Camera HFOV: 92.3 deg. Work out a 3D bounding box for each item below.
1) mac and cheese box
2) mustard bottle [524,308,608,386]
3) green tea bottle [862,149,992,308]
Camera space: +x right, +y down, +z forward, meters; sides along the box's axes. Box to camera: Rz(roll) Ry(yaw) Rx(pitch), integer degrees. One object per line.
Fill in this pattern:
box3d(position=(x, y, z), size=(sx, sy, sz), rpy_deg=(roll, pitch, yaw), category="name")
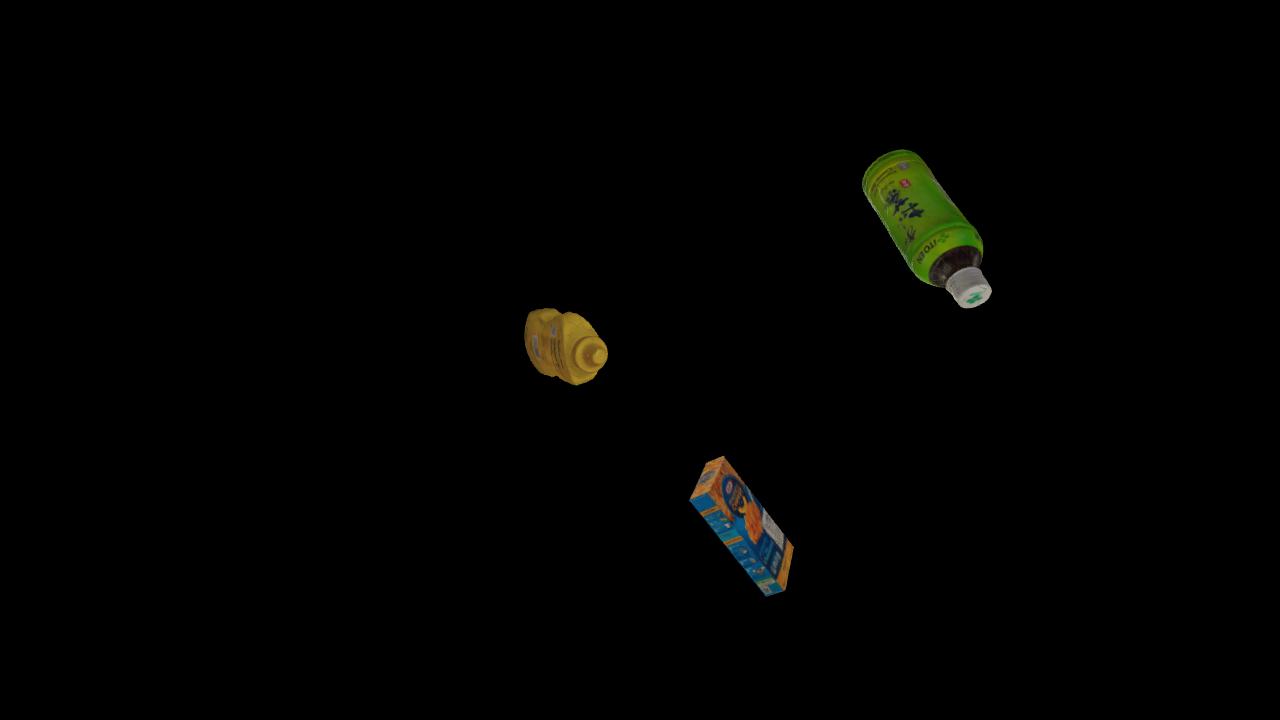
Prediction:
box3d(position=(0.150, 0.238, 0.888), size=(0.041, 0.184, 0.093), rpy_deg=(-32, 11, 34), category="mac and cheese box")
box3d(position=(-0.089, -0.014, 0.763), size=(0.054, 0.092, 0.184), rpy_deg=(-9, 11, -28), category="mustard bottle")
box3d(position=(0.298, -0.136, 0.634), size=(0.073, 0.212, 0.073), rpy_deg=(-5, -44, -4), category="green tea bottle")
